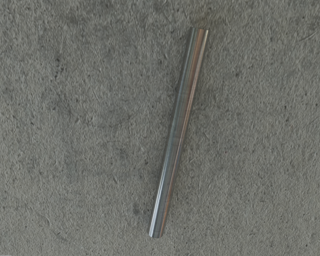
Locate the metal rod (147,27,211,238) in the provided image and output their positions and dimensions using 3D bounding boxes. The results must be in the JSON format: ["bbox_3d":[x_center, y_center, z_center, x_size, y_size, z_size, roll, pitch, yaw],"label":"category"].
[{"bbox_3d":[0.020,0.020,0.417,0.025,0.025,0.298,10,110,-4],"label":"metal rod"}]
